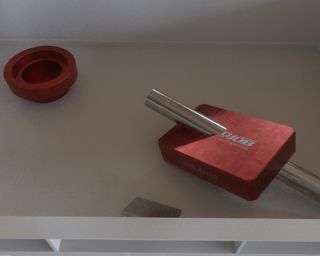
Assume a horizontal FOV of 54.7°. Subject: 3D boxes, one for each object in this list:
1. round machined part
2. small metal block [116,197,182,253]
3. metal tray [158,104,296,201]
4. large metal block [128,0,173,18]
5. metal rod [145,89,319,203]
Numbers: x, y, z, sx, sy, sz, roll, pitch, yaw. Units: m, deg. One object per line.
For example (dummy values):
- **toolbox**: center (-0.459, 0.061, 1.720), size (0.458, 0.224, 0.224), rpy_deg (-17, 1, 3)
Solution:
- **round machined part**: center (-0.170, -0.075, 0.455), size (0.099, 0.042, 0.098), rpy_deg (0, 50, 0)
- **small metal block**: center (-0.009, 0.094, 0.308), size (0.050, 0.050, 0.025), rpy_deg (14, 96, 11)
- **metal tray**: center (0.074, 0.020, 0.357), size (0.130, 0.030, 0.090), rpy_deg (21, 50, 42)
- **large metal block**: center (-0.021, -0.275, 0.603), size (0.050, 0.080, 0.080), rpy_deg (-37, 60, -27)
- **metal rod**: center (0.116, 0.034, 0.353), size (0.301, 0.025, 0.025), rpy_deg (30, 56, 13)
